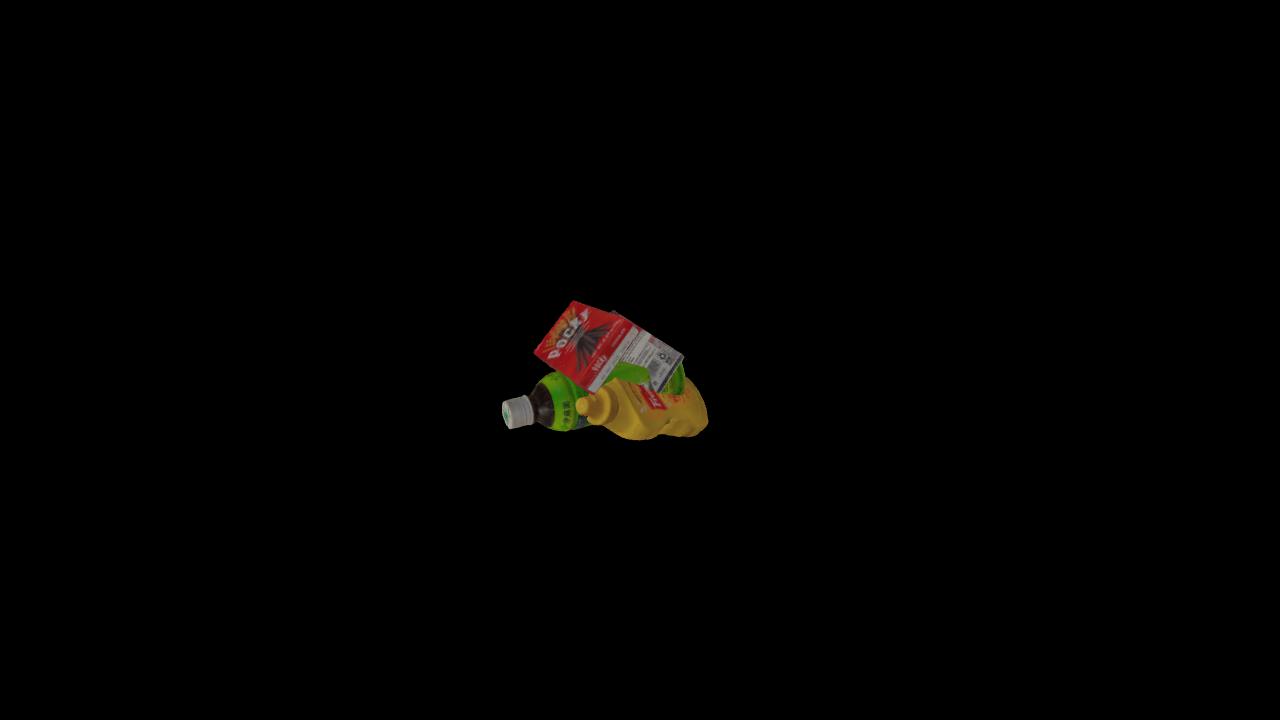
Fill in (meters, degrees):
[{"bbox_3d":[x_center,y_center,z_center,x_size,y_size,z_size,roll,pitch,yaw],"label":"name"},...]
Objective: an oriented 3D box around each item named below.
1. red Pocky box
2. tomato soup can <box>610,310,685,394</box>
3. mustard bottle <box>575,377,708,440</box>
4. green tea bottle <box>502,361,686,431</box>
[{"bbox_3d":[-0.064,-0.018,0.678,0.028,0.083,0.155,38,-7,-28],"label":"red Pocky box"},{"bbox_3d":[-0.006,-0.004,0.725,0.101,0.068,0.068,32,3,5],"label":"tomato soup can"},{"bbox_3d":[-0.002,0.051,0.702,0.184,0.092,0.054,3,-36,-49],"label":"mustard bottle"},{"bbox_3d":[-0.050,0.036,0.691,0.212,0.073,0.073,-13,7,-32],"label":"green tea bottle"}]
